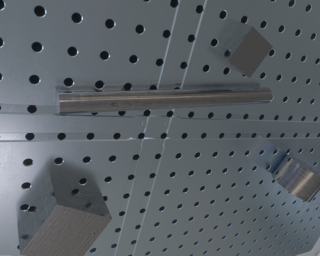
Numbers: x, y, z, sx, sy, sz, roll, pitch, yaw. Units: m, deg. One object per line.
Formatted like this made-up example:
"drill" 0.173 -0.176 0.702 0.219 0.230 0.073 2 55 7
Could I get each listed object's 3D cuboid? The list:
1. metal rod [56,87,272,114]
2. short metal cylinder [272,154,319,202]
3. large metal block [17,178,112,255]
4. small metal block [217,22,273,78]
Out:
"metal rod" 0.025 -0.038 0.401 0.303 0.025 0.025 -5 121 -26
"short metal cylinder" 0.257 0.091 0.573 0.080 0.080 0.050 21 107 -36
"large metal block" -0.124 0.122 0.403 0.080 0.050 0.080 30 102 -38
"small metal block" 0.113 -0.102 0.410 0.050 0.025 0.050 26 104 -37
